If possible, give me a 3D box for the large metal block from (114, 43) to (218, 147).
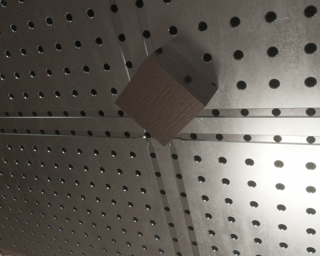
[{"bbox_3d":[0.007,-0.038,0.367,0.080,0.050,0.080,42,129,-1],"label":"large metal block"}]
